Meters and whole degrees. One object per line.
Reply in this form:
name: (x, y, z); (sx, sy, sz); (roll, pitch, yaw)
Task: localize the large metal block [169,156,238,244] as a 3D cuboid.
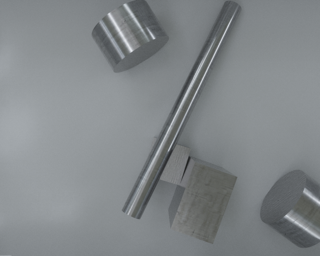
large metal block: (0.049, 0.083, 0.385); (0.050, 0.080, 0.080); (20, 90, -1)

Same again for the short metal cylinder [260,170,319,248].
short metal cylinder: (0.172, 0.099, 0.386); (0.050, 0.080, 0.080); (36, 90, -1)

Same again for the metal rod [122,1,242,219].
metal rod: (0.031, -0.029, 0.393); (0.025, 0.025, 0.299); (26, 82, -1)

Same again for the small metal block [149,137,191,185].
small metal block: (0.009, 0.043, 0.412); (0.050, 0.025, 0.050); (17, 90, -1)

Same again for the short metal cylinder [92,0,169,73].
short metal cylinder: (-0.036, -0.112, 0.383); (0.080, 0.080, 0.050); (-32, 91, 0)
